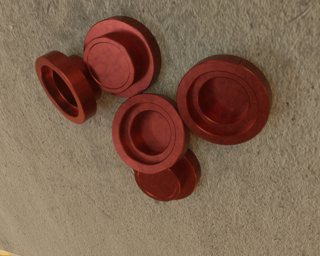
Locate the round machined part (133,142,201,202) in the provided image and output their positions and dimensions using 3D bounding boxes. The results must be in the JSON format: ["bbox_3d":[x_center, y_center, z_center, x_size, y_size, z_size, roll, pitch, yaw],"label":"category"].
[{"bbox_3d":[0.004,0.063,0.432,0.098,0.042,0.097,13,124,20],"label":"round machined part"}]

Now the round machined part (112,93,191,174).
[{"bbox_3d":[-0.008,0.005,0.389,0.098,0.042,0.097,3,96,25],"label":"round machined part"}]

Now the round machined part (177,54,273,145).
[{"bbox_3d":[0.071,-0.033,0.338,0.098,0.042,0.097,13,124,20],"label":"round machined part"}]

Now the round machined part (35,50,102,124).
[{"bbox_3d":[-0.115,-0.057,0.407,0.098,0.042,0.097,33,146,27],"label":"round machined part"}]

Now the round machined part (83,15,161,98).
[{"bbox_3d":[-0.051,-0.081,0.372,0.098,0.042,0.097,13,124,20],"label":"round machined part"}]
